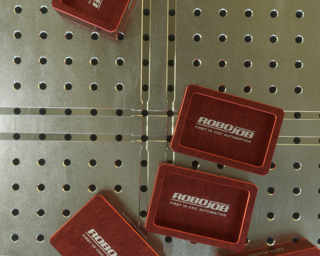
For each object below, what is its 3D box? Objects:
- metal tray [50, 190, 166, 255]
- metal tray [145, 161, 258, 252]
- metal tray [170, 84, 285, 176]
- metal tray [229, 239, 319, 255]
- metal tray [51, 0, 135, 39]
[{"bbox_3d":[-0.067,0.160,0.411,0.090,0.030,0.130,-43,90,0],"label":"metal tray"},{"bbox_3d":[0.053,0.102,0.411,0.131,0.030,0.090,13,90,0],"label":"metal tray"},{"bbox_3d":[0.087,0.002,0.411,0.131,0.030,0.090,15,90,0],"label":"metal tray"},{"bbox_3d":[0.151,0.209,0.411,0.131,0.030,0.090,-12,90,0],"label":"metal tray"},{"bbox_3d":[-0.074,-0.197,0.410,0.090,0.030,0.130,23,90,0],"label":"metal tray"}]
